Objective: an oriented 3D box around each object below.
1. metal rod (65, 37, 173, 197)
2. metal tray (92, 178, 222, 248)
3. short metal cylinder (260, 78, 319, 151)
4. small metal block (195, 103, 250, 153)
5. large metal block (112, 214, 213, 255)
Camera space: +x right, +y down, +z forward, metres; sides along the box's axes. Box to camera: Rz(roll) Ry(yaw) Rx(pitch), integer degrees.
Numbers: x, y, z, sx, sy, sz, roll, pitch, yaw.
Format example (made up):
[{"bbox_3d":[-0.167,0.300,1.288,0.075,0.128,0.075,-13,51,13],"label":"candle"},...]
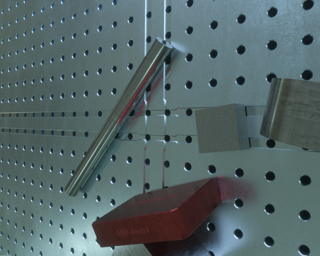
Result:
[{"bbox_3d":[-0.073,-0.002,0.466,0.025,0.025,0.298,50,119,28],"label":"metal rod"},{"bbox_3d":[-0.005,0.099,0.363,0.130,0.091,0.030,-21,90,36],"label":"metal tray"},{"bbox_3d":[0.132,-0.011,0.264,0.080,0.081,0.050,17,101,38],"label":"short metal cylinder"},{"bbox_3d":[0.070,0.001,0.351,0.050,0.025,0.050,-9,84,39],"label":"small metal block"},{"bbox_3d":[0.005,0.154,0.368,0.080,0.081,0.050,43,116,31],"label":"large metal block"}]
